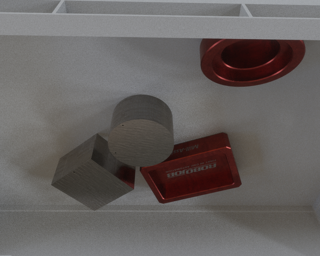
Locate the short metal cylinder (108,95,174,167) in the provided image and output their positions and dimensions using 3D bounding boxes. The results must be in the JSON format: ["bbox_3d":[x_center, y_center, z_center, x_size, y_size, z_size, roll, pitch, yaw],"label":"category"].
[{"bbox_3d":[-0.023,0.004,0.396,0.081,0.050,0.079,0,130,0],"label":"short metal cylinder"}]

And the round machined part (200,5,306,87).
[{"bbox_3d":[0.089,-0.084,0.311,0.099,0.042,0.098,0,158,0],"label":"round machined part"}]

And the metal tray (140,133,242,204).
[{"bbox_3d":[0.046,0.063,0.460,0.130,0.030,0.090,-16,129,12],"label":"metal tray"}]

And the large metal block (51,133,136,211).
[{"bbox_3d":[-0.093,0.066,0.448,0.080,0.050,0.080,-32,124,24],"label":"large metal block"}]
